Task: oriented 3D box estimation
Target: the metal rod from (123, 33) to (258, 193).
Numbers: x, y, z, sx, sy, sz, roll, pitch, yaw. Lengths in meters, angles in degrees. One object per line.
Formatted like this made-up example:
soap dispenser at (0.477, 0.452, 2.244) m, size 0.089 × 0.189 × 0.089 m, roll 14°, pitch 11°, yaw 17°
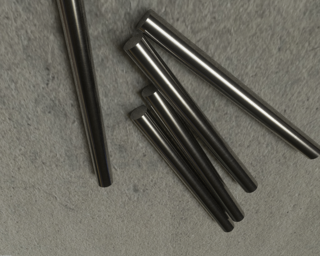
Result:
metal rod at (0.057, 0.001, 0.401) m, size 0.025 × 0.025 × 0.300 m, roll -28°, pitch 128°, yaw 21°

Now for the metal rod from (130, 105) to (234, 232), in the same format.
metal rod at (0.048, 0.079, 0.475) m, size 0.025 × 0.025 × 0.300 m, roll -24°, pitch 127°, yaw 18°

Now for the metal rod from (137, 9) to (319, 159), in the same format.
metal rod at (0.100, -0.038, 0.376) m, size 0.301 × 0.025 × 0.025 m, roll 32°, pitch 123°, yaw -25°

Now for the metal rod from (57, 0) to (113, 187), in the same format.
metal rod at (-0.086, -0.032, 0.378) m, size 0.025 × 0.025 × 0.298 m, roll -1°, pitch 130°, yaw 0°

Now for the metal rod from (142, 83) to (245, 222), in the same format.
metal rod at (0.062, 0.053, 0.453) m, size 0.025 × 0.025 × 0.300 m, roll -23°, pitch 127°, yaw 18°
